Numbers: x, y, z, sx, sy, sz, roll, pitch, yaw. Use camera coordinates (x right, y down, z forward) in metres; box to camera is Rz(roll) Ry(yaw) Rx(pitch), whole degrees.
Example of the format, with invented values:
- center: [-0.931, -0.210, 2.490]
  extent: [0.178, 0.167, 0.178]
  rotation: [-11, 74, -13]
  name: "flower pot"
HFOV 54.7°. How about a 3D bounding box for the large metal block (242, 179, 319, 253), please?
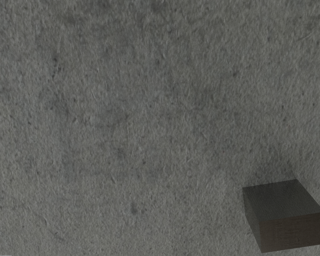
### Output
- center: [0.166, 0.118, 0.427]
  extent: [0.080, 0.080, 0.050]
  rotation: [-10, 110, 3]
  name: "large metal block"
